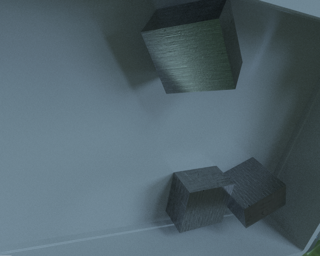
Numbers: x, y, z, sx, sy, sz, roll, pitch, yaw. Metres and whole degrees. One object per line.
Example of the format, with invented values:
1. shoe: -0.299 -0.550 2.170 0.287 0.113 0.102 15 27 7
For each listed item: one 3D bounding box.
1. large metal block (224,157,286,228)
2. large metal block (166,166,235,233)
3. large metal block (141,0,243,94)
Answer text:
1. large metal block: 0.151 0.106 0.521 0.080 0.080 0.050 -26 128 -12
2. large metal block: 0.062 0.112 0.496 0.081 0.050 0.079 -5 121 -26
3. large metal block: 0.038 -0.086 0.332 0.080 0.080 0.050 65 36 -39
